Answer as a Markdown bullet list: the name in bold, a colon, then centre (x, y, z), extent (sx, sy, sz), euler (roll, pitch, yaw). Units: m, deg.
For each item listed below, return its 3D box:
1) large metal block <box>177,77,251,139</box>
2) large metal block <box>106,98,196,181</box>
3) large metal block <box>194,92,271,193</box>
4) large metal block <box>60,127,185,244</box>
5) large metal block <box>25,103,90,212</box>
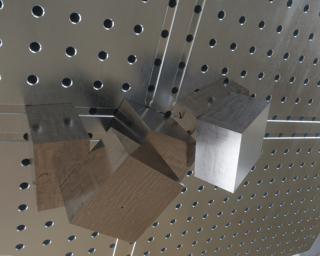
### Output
- **large metal block**: centre (0.079, -0.013, 0.432), extent (0.080, 0.050, 0.080), euler (-27, 128, -12)
- **large metal block**: centre (-0.009, 0.014, 0.380), extent (0.080, 0.080, 0.050), euler (20, 108, -36)
- **large metal block**: centre (0.084, 0.014, 0.363), extent (0.080, 0.050, 0.079), euler (-37, 137, -42)
- **large metal block**: centre (-0.037, 0.059, 0.307), extent (0.080, 0.050, 0.080), euler (-49, 129, 6)
- **large metal block**: centre (-0.111, 0.028, 0.332), extent (0.050, 0.080, 0.079), euler (-6, 121, -26)
